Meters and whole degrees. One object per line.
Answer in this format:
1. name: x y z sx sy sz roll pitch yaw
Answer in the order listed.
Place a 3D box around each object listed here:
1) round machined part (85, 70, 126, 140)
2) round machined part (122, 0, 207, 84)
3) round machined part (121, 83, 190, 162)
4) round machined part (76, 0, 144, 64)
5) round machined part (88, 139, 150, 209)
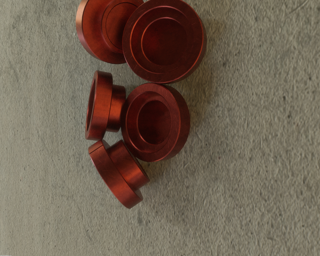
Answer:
1. round machined part: -0.077 -0.029 0.439 0.098 0.042 0.097 -171 89 -72
2. round machined part: 0.008 -0.102 0.374 0.098 0.042 0.097 1 94 19
3. round machined part: -0.001 -0.007 0.395 0.098 0.042 0.097 0 90 40
4. round machined part: -0.053 -0.131 0.397 0.042 0.099 0.097 27 108 50
5. round machined part: -0.049 0.054 0.411 0.042 0.098 0.098 -34 64 -4
